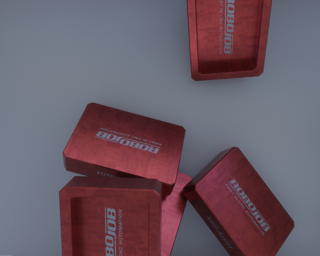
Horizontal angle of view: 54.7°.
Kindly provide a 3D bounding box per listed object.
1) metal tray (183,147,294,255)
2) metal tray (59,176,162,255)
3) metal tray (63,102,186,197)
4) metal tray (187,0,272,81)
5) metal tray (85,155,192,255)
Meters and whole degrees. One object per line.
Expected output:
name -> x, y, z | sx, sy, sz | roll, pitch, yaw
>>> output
metal tray -> 0.101, 0.100, 0.389 | 0.091, 0.030, 0.130 | -37, 90, -32
metal tray -> -0.045, 0.114, 0.298 | 0.091, 0.030, 0.129 | 1, 100, 3
metal tray -> -0.040, 0.024, 0.382 | 0.131, 0.030, 0.090 | 15, 49, -1
metal tray -> 0.079, -0.120, 0.366 | 0.090, 0.030, 0.129 | -4, 133, 6
metal tray -> -0.021, 0.099, 0.370 | 0.090, 0.030, 0.130 | 25, 49, 0
